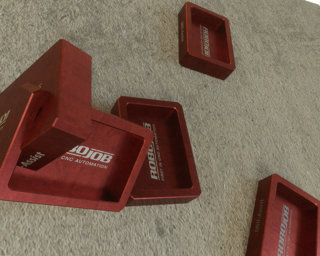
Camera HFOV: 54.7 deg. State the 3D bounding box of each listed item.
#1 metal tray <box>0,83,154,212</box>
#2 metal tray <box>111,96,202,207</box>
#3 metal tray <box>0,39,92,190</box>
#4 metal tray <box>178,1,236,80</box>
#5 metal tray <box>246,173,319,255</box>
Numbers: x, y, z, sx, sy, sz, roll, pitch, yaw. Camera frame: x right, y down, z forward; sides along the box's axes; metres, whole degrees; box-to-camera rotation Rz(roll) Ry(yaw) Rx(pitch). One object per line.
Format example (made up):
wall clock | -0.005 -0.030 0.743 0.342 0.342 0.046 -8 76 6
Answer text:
metal tray | -0.074 0.024 0.282 0.131 0.030 0.090 22 91 -44
metal tray | -0.007 0.026 0.380 0.091 0.030 0.130 4 60 -26
metal tray | -0.115 -0.008 0.275 0.030 0.130 0.090 30 42 -43
metal tray | 0.079 -0.152 0.534 0.091 0.030 0.130 15 56 -20
metal tray | 0.166 0.136 0.406 0.090 0.030 0.130 32 52 -8
